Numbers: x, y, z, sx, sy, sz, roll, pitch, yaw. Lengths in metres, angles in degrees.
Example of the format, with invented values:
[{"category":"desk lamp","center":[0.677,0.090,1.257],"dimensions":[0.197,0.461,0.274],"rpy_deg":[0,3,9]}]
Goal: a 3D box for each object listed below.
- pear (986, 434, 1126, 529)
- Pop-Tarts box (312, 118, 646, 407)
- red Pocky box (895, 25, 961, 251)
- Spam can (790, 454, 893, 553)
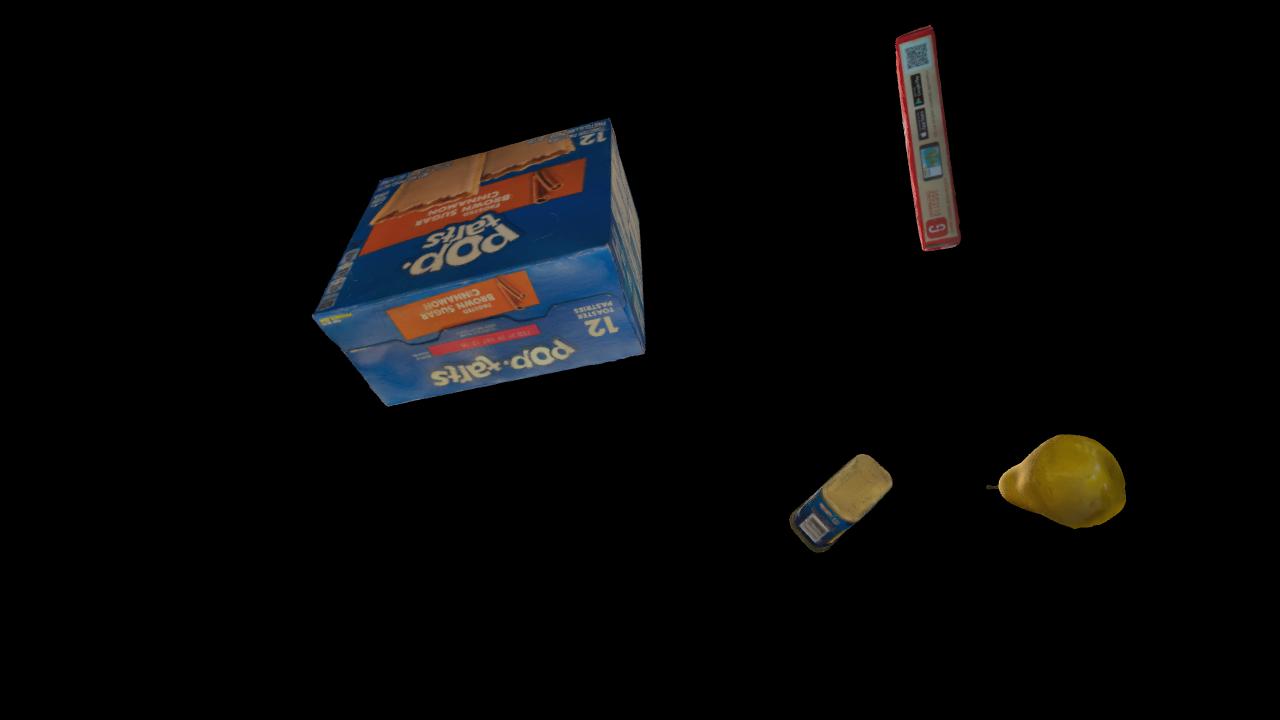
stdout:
[{"category":"pear","center":[0.355,0.110,0.542],"dimensions":[0.080,0.080,0.111],"rpy_deg":[0,-21,-38]},{"category":"Pop-Tarts box","center":[-0.087,-0.063,0.383],"dimensions":[0.167,0.141,0.083],"rpy_deg":[-12,-44,10]},{"category":"red Pocky box","center":[0.221,-0.162,0.474],"dimensions":[0.028,0.155,0.083],"rpy_deg":[-8,4,26]},{"category":"Spam can","center":[0.237,0.167,0.723],"dimensions":[0.101,0.058,0.085],"rpy_deg":[-29,-24,-32]}]
